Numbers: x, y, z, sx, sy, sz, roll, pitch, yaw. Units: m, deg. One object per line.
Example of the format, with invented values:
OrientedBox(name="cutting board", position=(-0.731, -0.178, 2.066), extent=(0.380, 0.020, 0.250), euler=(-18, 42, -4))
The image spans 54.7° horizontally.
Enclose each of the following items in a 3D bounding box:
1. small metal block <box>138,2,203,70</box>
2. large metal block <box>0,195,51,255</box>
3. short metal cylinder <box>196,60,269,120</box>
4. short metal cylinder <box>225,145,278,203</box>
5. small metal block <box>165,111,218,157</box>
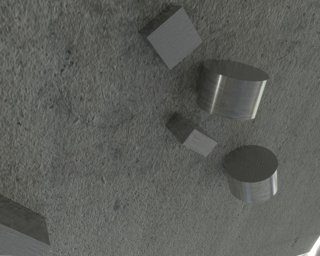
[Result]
OrientedBox(name="small metal block", position=(0.013, -0.103, 0.351), extent=(0.050, 0.025, 0.050), euler=(-41, 130, 0))
OrientedBox(name="large metal block", position=(-0.194, 0.134, 0.368), extent=(0.080, 0.050, 0.080), euler=(-42, 130, 0))
OrientedBox(name="short metal cylinder", position=(0.090, -0.050, 0.391), extent=(0.081, 0.080, 0.050), euler=(-5, 121, -26))
OrientedBox(name="short metal cylinder", position=(0.148, 0.073, 0.500), extent=(0.080, 0.080, 0.050), euler=(-27, 128, -12))
OrientedBox(name="small metal block", position=(0.042, 0.008, 0.421), extent=(0.050, 0.050, 0.025), euler=(29, 102, -38))
